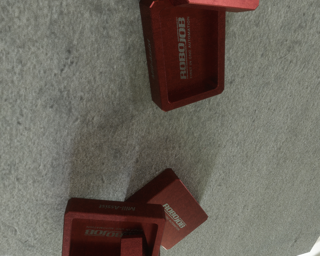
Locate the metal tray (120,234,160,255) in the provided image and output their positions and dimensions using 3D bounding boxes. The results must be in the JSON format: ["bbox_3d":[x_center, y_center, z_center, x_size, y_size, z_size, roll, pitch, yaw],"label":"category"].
[{"bbox_3d":[-0.026,0.214,0.457,0.030,0.090,0.130,-6,151,9],"label":"metal tray"}]

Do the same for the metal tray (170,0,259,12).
[{"bbox_3d":[0.058,-0.185,0.301,0.091,0.030,0.129,-5,106,-26],"label":"metal tray"}]

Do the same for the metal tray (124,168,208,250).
[{"bbox_3d":[0.014,0.133,0.495,0.090,0.030,0.130,-38,129,-3],"label":"metal tray"}]

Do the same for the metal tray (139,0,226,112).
[{"bbox_3d":[0.031,-0.092,0.365,0.091,0.030,0.129,-19,126,-17],"label":"metal tray"}]

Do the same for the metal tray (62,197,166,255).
[{"bbox_3d":[-0.064,0.146,0.427,0.131,0.030,0.089,7,114,-9],"label":"metal tray"}]
